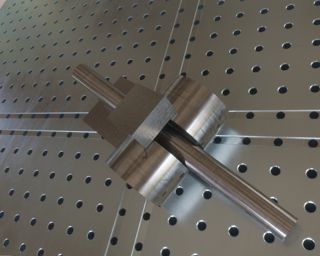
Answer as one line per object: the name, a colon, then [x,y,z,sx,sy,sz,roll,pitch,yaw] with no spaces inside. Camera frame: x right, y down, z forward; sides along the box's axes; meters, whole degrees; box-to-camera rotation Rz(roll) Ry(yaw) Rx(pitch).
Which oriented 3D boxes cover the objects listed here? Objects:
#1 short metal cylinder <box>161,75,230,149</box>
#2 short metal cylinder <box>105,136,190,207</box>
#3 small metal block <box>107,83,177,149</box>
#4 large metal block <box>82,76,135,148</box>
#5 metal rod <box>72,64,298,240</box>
short metal cylinder: [0.033,-0.016,0.362,0.080,0.080,0.050,31,79,38]
short metal cylinder: [-0.014,0.044,0.349,0.080,0.080,0.050,34,81,38]
small metal block: [-0.020,-0.014,0.321,0.050,0.025,0.050,-51,43,-8]
large metal block: [-0.042,-0.012,0.414,0.080,0.050,0.080,33,80,38]
metal rod: [0.008,0.011,0.342,0.300,0.025,0.025,37,82,23]
